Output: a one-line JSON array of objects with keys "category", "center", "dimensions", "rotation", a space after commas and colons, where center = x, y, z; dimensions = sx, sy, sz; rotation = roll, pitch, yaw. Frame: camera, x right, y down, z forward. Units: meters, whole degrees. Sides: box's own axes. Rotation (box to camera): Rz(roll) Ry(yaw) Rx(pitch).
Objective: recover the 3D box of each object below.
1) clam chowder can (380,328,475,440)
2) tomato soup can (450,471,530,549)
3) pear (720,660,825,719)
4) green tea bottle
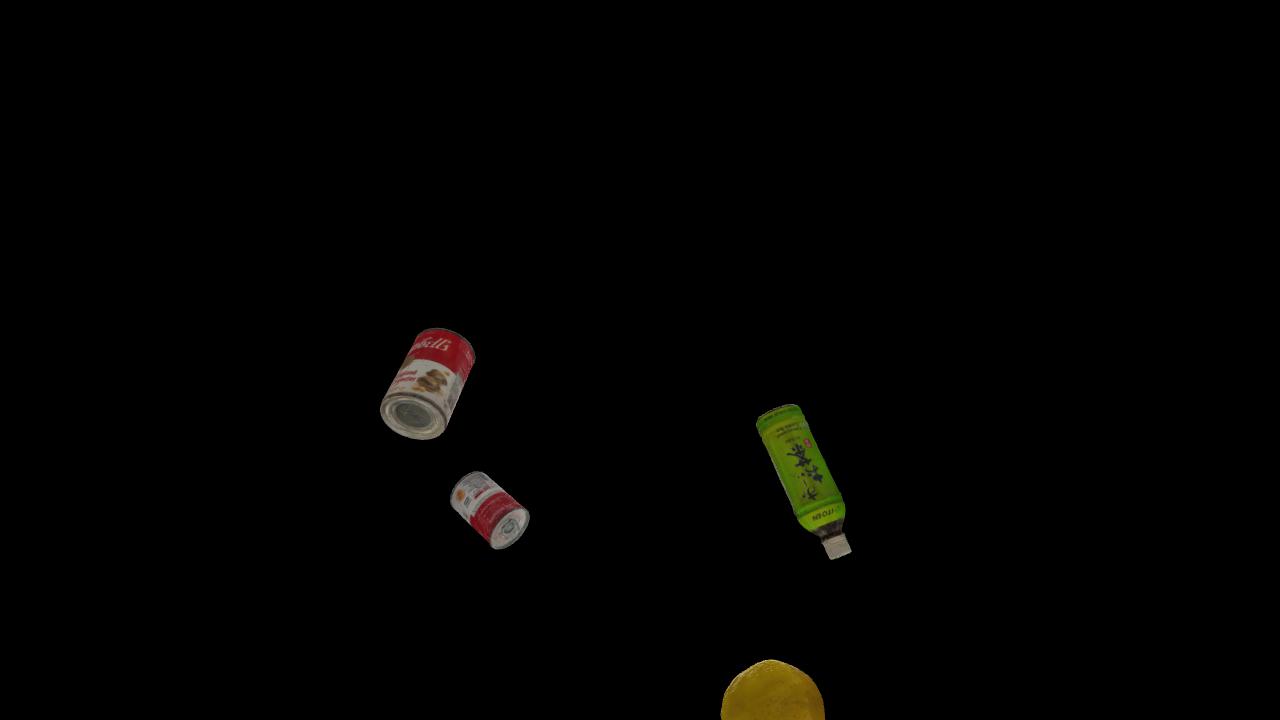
[{"category": "clam chowder can", "center": [-0.219, 0.024, 0.640], "dimensions": [0.068, 0.068, 0.102], "rotation": [0, 43, 6]}, {"category": "tomato soup can", "center": [-0.216, 0.212, 0.877], "dimensions": [0.101, 0.068, 0.068], "rotation": [31, 17, 31]}, {"category": "pear", "center": [0.112, 0.285, 0.459], "dimensions": [0.080, 0.080, 0.111], "rotation": [0, 28, -28]}, {"category": "green tea bottle", "center": [0.231, 0.168, 0.851], "dimensions": [0.073, 0.212, 0.073], "rotation": [-16, -24, -7]}]
